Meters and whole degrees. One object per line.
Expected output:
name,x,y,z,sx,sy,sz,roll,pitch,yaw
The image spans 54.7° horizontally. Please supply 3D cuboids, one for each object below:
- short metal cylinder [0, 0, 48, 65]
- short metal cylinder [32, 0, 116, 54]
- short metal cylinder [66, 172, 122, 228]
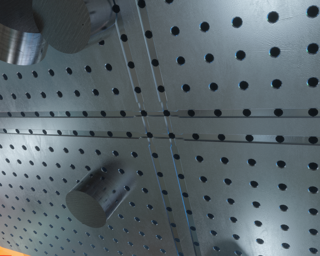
short metal cylinder,-0.181,-0.126,0.393,0.080,0.080,0.050,38,129,2
short metal cylinder,-0.100,-0.134,0.365,0.080,0.050,0.079,13,124,21
short metal cylinder,-0.113,0.123,0.531,0.080,0.050,0.079,13,124,21
